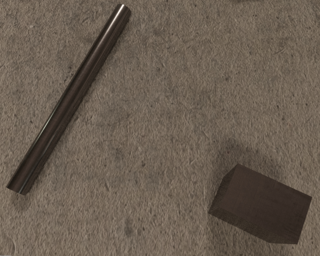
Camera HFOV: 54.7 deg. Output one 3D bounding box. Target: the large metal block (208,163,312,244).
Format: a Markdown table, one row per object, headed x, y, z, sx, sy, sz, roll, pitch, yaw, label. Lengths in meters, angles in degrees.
| x | y | z | sx | sy | sz | roll | pitch | yaw | label |
| --- | --- | --- | --- | --- | --- | --- | --- | --- | --- |
| 0.107 | 0.088 | 0.348 | 0.080 | 0.080 | 0.050 | 25 | 72 | 8 | large metal block |

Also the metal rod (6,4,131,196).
| x | y | z | sx | sy | sz | roll | pitch | yaw | label |
| --- | --- | --- | --- | --- | --- | --- | --- | --- | --- |
| -0.115 | -0.051 | 0.425 | 0.025 | 0.025 | 0.300 | 23 | 71 | 7 | metal rod |
